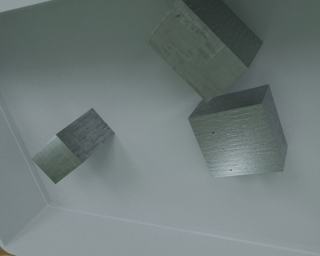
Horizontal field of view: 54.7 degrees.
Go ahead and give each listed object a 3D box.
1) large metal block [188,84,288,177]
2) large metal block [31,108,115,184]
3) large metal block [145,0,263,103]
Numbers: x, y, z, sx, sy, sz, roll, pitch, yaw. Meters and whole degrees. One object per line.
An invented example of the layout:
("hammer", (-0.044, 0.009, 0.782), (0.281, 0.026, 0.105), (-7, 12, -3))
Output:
("large metal block", (0.089, 0.005, 0.348), (0.080, 0.050, 0.080), (-11, 113, 32))
("large metal block", (-0.126, 0.026, 0.453), (0.050, 0.080, 0.080), (49, 128, -7))
("large metal block", (0.046, -0.083, 0.297), (0.080, 0.080, 0.050), (45, 129, -3))
